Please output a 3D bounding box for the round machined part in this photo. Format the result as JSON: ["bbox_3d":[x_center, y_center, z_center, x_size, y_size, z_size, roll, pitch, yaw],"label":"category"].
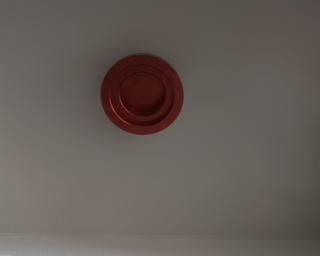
[{"bbox_3d":[-0.021,-0.044,0.386,0.099,0.042,0.097,0,110,0],"label":"round machined part"}]
